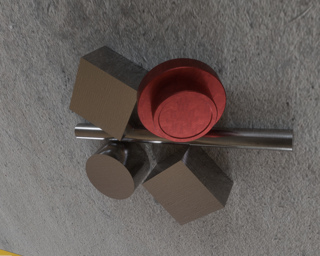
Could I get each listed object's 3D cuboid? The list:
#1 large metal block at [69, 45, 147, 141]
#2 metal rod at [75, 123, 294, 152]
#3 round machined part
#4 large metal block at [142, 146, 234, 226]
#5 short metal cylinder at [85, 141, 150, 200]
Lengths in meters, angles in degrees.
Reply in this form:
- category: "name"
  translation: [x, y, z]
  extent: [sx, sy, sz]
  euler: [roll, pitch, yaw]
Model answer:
- category: "large metal block"
  translation: [-0.060, -0.044, 0.392]
  extent: [0.080, 0.050, 0.079]
  euler: [32, 128, 7]
- category: "metal rod"
  translation: [0.012, 0.009, 0.408]
  extent: [0.301, 0.025, 0.025]
  euler: [2, 119, 27]
- category: "round machined part"
  translation: [0.024, -0.023, 0.339]
  extent: [0.099, 0.042, 0.097]
  euler: [-4, 129, -5]
- category: "large metal block"
  translation: [0.037, 0.075, 0.418]
  extent: [0.080, 0.050, 0.080]
  euler: [48, 129, -6]
- category: "short metal cylinder"
  translation: [-0.062, 0.059, 0.459]
  extent: [0.080, 0.050, 0.079]
  euler: [13, 124, 20]
